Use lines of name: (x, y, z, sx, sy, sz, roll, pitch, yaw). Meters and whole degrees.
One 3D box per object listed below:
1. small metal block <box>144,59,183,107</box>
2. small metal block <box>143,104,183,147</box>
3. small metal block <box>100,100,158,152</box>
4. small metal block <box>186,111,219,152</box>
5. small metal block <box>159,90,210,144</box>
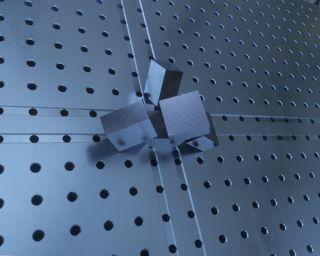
small metal block: (0.003, -0.060, 0.417, 0.025, 0.050, 0.050, 3, 25, -26)
small metal block: (0.001, -0.003, 0.410, 0.050, 0.025, 0.050, 2, 61, -27)
small metal block: (-0.035, -0.001, 0.361, 0.050, 0.050, 0.025, -22, 64, 0)
small metal block: (0.053, 0.000, 0.422, 0.050, 0.025, 0.050, 27, 45, -52)
small metal block: (0.030, -0.013, 0.385, 0.050, 0.025, 0.050, -15, 65, 1)
